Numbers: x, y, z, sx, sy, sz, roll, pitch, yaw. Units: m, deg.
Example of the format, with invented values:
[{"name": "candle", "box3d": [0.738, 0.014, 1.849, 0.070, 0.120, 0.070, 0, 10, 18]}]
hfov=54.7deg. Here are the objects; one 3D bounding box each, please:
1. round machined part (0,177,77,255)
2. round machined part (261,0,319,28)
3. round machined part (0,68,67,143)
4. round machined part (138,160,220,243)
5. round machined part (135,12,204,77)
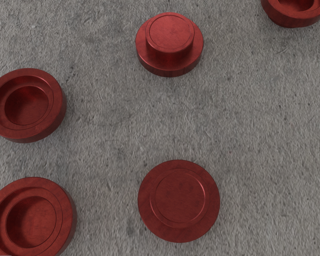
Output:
[{"name": "round machined part", "box3d": [-0.145, 0.109, 0.358, 0.099, 0.042, 0.098, 0, 70, 0]}, {"name": "round machined part", "box3d": [0.202, -0.192, 0.471, 0.099, 0.042, 0.098, 0, 70, 0]}, {"name": "round machined part", "box3d": [-0.172, -0.026, 0.407, 0.099, 0.042, 0.098, 0, 70, 0]}, {"name": "round machined part", "box3d": [0.023, 0.085, 0.368, 0.099, 0.042, 0.098, 0, 70, 0]}, {"name": "round machined part", "box3d": [0.014, -0.126, 0.445, 0.099, 0.042, 0.098, 0, 70, 0]}]
